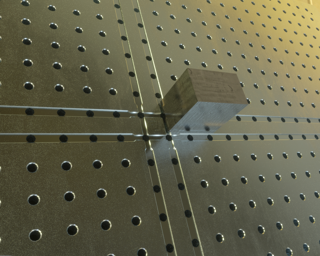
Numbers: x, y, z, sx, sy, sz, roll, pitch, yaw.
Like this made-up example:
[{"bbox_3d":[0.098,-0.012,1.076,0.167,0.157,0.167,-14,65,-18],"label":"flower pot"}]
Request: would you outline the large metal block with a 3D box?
[{"bbox_3d":[0.058,-0.034,0.427,0.081,0.080,0.050,1,62,-28],"label":"large metal block"}]
